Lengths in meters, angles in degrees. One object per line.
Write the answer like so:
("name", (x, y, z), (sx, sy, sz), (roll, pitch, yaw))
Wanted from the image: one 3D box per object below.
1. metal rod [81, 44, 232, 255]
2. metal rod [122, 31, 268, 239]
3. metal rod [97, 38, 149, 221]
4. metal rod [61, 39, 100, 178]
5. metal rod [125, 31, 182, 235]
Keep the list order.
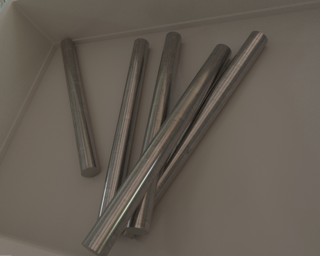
("metal rod", (0.014, 0.002, 0.350), (0.025, 0.025, 0.301), (12, 53, 33))
("metal rod", (0.045, 0.000, 0.381), (0.025, 0.025, 0.300), (28, 76, 37))
("metal rod", (-0.047, -0.007, 0.434), (0.025, 0.025, 0.299), (-7, 59, 25))
("metal rod", (-0.137, -0.051, 0.509), (0.025, 0.025, 0.299), (-29, 52, 10))
("metal rod", (-0.001, -0.018, 0.396), (0.025, 0.025, 0.300), (-8, 52, 24))
